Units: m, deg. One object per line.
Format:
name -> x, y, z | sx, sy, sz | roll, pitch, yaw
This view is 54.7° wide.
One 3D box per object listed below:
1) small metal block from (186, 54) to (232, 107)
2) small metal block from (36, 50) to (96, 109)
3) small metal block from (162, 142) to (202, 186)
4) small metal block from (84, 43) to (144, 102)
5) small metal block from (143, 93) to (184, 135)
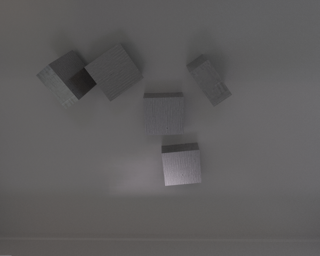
small metal block -> 0.058, -0.059, 0.377 | 0.025, 0.050, 0.050 | -35, 107, 12
small metal block -> -0.109, -0.059, 0.372 | 0.025, 0.050, 0.050 | -27, 109, 33
small metal block -> 0.030, 0.050, 0.430 | 0.050, 0.025, 0.050 | -6, 110, 2
small metal block -> -0.056, -0.068, 0.379 | 0.050, 0.025, 0.050 | -37, 107, -3
small metal block -> 0.005, -0.019, 0.404 | 0.050, 0.025, 0.050 | -2, 110, 0
